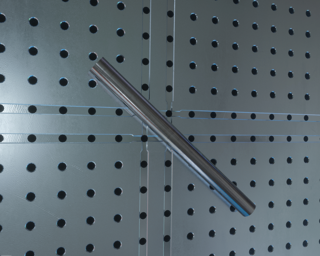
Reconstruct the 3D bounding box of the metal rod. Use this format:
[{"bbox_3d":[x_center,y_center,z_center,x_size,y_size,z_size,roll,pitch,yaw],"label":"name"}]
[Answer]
[{"bbox_3d":[0.026,0.021,0.421,0.300,0.025,0.025,44,76,-15],"label":"metal rod"}]
